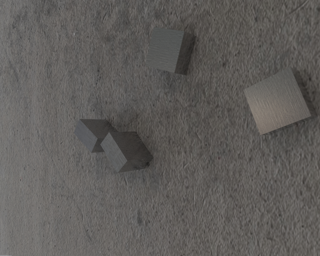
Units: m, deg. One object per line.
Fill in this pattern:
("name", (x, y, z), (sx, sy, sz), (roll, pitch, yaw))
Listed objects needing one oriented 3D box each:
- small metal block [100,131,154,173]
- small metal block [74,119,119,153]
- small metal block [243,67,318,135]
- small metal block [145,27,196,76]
("small metal block", (-0.045, 0.032, 0.426), (0.025, 0.050, 0.050), (-51, 60, 28))
("small metal block", (-0.091, 0.011, 0.464), (0.050, 0.050, 0.025), (41, 115, 32))
("small metal block", (0.119, -0.025, 0.307), (0.050, 0.025, 0.050), (-27, 73, 37))
("small metal block", (0.013, -0.098, 0.394), (0.050, 0.025, 0.050), (22, 104, 37))
